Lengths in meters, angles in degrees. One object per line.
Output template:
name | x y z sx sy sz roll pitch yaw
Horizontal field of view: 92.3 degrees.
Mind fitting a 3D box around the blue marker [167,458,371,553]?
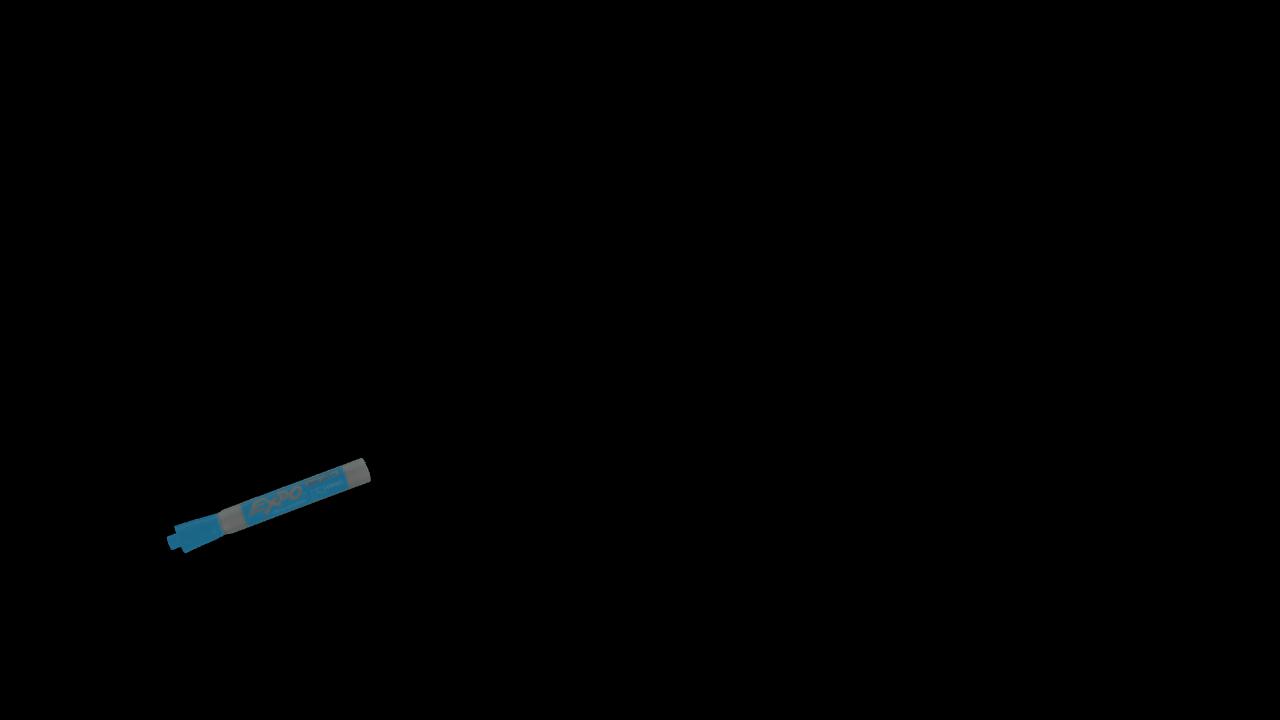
blue marker | -0.248 0.098 0.419 0.121 0.020 0.020 -20 11 -32
